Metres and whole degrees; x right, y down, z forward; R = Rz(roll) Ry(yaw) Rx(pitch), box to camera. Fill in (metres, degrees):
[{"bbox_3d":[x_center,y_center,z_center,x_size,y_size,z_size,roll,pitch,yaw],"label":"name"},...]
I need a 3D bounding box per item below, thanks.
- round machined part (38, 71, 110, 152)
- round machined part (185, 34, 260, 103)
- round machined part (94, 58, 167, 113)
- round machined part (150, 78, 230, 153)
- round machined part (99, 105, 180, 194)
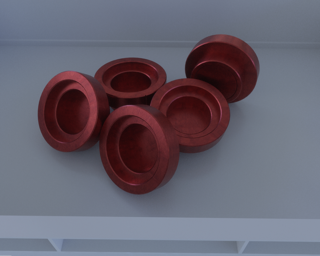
[{"bbox_3d":[-0.102,-0.019,0.387,0.098,0.097,0.042,35,14,25],"label":"round machined part"},{"bbox_3d":[0.080,-0.071,0.416,0.098,0.097,0.042,17,47,14],"label":"round machined part"},{"bbox_3d":[-0.040,-0.056,0.435,0.099,0.042,0.098,1,43,0],"label":"round machined part"},{"bbox_3d":[0.036,-0.012,0.396,0.099,0.042,0.098,1,62,-2],"label":"round machined part"},{"bbox_3d":[-0.019,0.022,0.351,0.098,0.097,0.042,37,25,26],"label":"round machined part"}]
